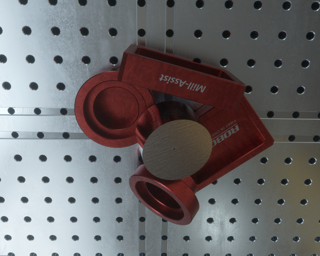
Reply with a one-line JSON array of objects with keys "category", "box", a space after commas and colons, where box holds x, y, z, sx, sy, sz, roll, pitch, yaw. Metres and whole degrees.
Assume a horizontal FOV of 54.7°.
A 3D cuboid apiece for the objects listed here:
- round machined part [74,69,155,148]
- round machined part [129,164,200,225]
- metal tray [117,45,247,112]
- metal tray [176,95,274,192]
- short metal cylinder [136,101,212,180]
[{"category": "round machined part", "box": [-0.054, -0.027, 0.394, 0.099, 0.042, 0.097, 0, 110, -1]}, {"category": "round machined part", "box": [0.010, 0.082, 0.416, 0.098, 0.042, 0.097, 26, 145, 20]}, {"category": "metal tray", "box": [0.023, -0.061, 0.356, 0.131, 0.090, 0.030, 14, 110, -6]}, {"category": "metal tray", "box": [0.072, 0.017, 0.417, 0.130, 0.030, 0.090, -35, 107, 11]}, {"category": "short metal cylinder", "box": [0.015, 0.014, 0.366, 0.081, 0.050, 0.079, -6, 120, -11]}]
